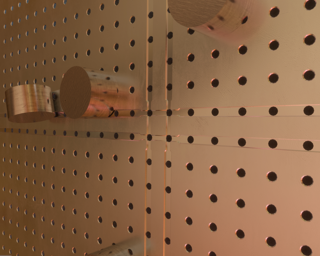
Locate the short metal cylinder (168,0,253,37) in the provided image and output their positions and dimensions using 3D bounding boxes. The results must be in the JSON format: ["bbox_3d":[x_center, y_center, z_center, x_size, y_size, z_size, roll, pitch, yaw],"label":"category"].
[{"bbox_3d":[0.056,-0.148,0.347,0.080,0.050,0.079,0,90,40],"label":"short metal cylinder"}]

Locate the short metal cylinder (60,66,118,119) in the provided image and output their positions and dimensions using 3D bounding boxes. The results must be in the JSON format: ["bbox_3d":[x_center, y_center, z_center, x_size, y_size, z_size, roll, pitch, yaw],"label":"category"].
[{"bbox_3d":[-0.113,-0.054,0.486,0.080,0.050,0.079,0,90,40],"label":"short metal cylinder"}]

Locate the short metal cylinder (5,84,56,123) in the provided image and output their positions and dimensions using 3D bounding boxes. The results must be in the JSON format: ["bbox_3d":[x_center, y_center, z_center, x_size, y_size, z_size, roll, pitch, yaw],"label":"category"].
[{"bbox_3d":[-0.238,-0.043,0.571,0.080,0.081,0.050,-18,79,38],"label":"short metal cylinder"}]

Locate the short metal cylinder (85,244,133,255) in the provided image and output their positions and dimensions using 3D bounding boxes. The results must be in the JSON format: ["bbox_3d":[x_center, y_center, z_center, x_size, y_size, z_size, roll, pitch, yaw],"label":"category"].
[{"bbox_3d":[-0.077,0.220,0.457,0.080,0.050,0.079,0,90,40],"label":"short metal cylinder"}]
